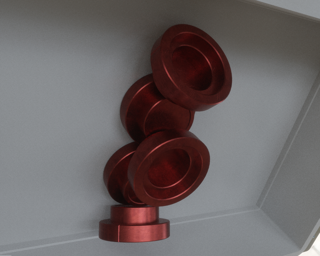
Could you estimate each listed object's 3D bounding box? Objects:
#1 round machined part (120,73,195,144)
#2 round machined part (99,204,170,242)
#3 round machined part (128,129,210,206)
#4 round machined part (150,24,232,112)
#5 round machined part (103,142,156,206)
[{"bbox_3d":[0.004,-0.017,0.388,0.099,0.042,0.097,-14,125,-21],"label":"round machined part"},{"bbox_3d":[-0.035,0.130,0.435,0.099,0.098,0.042,6,78,-32],"label":"round machined part"},{"bbox_3d":[0.007,0.043,0.372,0.099,0.042,0.097,-14,125,-21],"label":"round machined part"},{"bbox_3d":[0.031,-0.064,0.351,0.099,0.098,0.042,7,157,-32],"label":"round machined part"},{"bbox_3d":[-0.024,0.069,0.426,0.099,0.042,0.097,-14,125,-21],"label":"round machined part"}]
